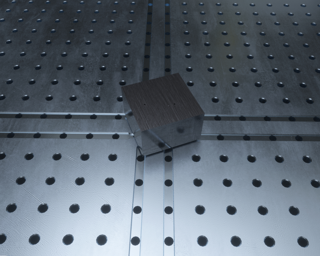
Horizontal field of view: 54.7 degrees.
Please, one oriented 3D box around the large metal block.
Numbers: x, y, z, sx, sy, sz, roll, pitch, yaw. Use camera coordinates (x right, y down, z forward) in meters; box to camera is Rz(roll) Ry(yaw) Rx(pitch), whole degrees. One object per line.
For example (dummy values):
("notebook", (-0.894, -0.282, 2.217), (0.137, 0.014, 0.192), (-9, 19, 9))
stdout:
("large metal block", (0.002, -0.019, 0.404), (0.081, 0.050, 0.080), (-16, 52, -14))
